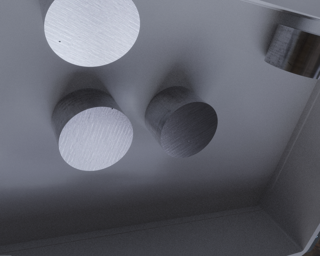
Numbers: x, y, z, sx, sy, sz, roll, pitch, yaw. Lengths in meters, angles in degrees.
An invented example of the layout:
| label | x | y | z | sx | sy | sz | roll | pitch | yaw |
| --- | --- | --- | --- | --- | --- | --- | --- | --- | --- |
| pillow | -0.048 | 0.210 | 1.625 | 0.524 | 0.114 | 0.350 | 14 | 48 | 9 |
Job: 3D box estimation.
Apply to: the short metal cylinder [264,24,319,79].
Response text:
| label | x | y | z | sx | sy | sz | roll | pitch | yaw |
| --- | --- | --- | --- | --- | --- | --- | --- | --- | --- |
| short metal cylinder | 0.187 | -0.103 | 0.412 | 0.081 | 0.080 | 0.050 | 1 | 118 | -29 |

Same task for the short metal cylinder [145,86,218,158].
| label | x | y | z | sx | sy | sz | roll | pitch | yaw |
| --- | --- | --- | --- | --- | --- | --- | --- | --- | --- |
| short metal cylinder | 0.027 | -0.008 | 0.402 | 0.081 | 0.050 | 0.079 | -14 | 124 | -21 |

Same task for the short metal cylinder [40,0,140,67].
| label | x | y | z | sx | sy | sz | roll | pitch | yaw |
| --- | --- | --- | --- | --- | --- | --- | --- | --- | --- |
| short metal cylinder | -0.064 | -0.103 | 0.278 | 0.081 | 0.050 | 0.080 | -15 | 144 | -11 |

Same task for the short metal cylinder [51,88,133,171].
| label | x | y | z | sx | sy | sz | roll | pitch | yaw |
| --- | --- | --- | --- | --- | --- | --- | --- | --- | --- |
| short metal cylinder | -0.077 | 0.001 | 0.351 | 0.081 | 0.050 | 0.079 | -14 | 124 | -21 |
